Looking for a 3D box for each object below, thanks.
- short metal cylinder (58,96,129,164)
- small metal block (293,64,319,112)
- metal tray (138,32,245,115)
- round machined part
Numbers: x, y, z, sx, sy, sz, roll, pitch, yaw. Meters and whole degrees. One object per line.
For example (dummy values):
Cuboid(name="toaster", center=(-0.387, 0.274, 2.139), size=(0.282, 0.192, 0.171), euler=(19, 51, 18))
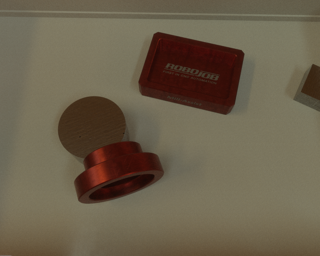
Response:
Cuboid(name="short metal cylinder", center=(-0.081, 0.006, 0.393), size=(0.081, 0.050, 0.080), euler=(0, 70, 0))
Cuboid(name="small metal block", center=(0.223, -0.054, 0.432), size=(0.050, 0.025, 0.050), euler=(27, 72, 9))
Cuboid(name="metal tray", center=(0.044, -0.078, 0.435), size=(0.131, 0.030, 0.090), euler=(14, 70, 4))
Cuboid(name="round machined part", center=(-0.049, 0.048, 0.353), size=(0.099, 0.098, 0.042), euler=(-18, 69, -7))
